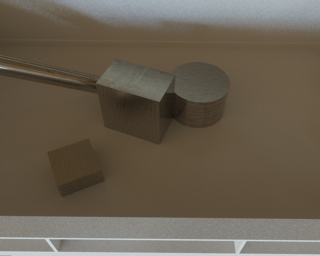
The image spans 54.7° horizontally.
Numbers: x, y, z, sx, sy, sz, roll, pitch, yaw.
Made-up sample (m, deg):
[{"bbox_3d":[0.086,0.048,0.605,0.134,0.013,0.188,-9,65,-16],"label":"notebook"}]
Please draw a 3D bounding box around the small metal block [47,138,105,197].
[{"bbox_3d":[-0.099,0.046,0.365,0.050,0.025,0.050,-19,53,-16],"label":"small metal block"}]

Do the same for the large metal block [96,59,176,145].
[{"bbox_3d":[-0.028,-0.033,0.396,0.080,0.080,0.050,18,52,14],"label":"large metal block"}]

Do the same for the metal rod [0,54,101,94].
[{"bbox_3d":[-0.182,-0.075,0.381,0.302,0.025,0.025,9,45,-28],"label":"metal rod"}]

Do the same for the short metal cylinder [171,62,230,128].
[{"bbox_3d":[0.052,-0.046,0.429,0.081,0.050,0.080,0,50,0],"label":"short metal cylinder"}]
